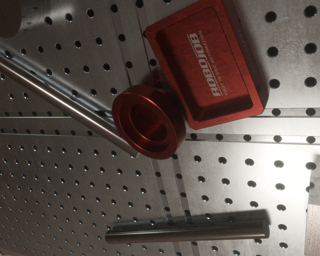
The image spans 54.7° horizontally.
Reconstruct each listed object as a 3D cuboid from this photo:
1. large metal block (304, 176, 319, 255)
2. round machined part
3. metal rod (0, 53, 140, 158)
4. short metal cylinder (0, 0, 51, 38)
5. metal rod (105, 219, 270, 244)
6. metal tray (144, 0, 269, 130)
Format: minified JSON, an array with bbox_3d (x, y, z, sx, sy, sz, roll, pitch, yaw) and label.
[{"bbox_3d":[0.211,0.107,0.350,0.080,0.050,0.079,4,121,25],"label":"large metal block"},{"bbox_3d":[-0.009,-0.011,0.388,0.098,0.042,0.097,24,137,25],"label":"round machined part"},{"bbox_3d":[-0.155,-0.045,0.462,0.301,0.025,0.025,31,128,7],"label":"metal rod"},{"bbox_3d":[-0.188,-0.161,0.393,0.080,0.050,0.079,13,124,20],"label":"short metal cylinder"},{"bbox_3d":[0.025,0.171,0.502,0.300,0.025,0.025,-16,110,34],"label":"metal rod"},{"bbox_3d":[0.052,-0.068,0.337,0.090,0.030,0.129,-15,111,34],"label":"metal tray"}]
